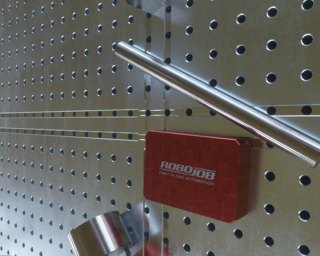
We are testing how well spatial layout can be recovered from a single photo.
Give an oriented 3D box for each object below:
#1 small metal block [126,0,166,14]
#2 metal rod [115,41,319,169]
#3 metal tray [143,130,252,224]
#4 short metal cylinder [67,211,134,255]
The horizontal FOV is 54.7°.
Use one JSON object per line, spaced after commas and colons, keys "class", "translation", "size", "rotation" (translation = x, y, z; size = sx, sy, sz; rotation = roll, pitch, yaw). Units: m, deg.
{"class": "small metal block", "translation": [-0.025, -0.186, 0.412], "size": [0.025, 0.050, 0.050], "rotation": [-28, 73, 36]}
{"class": "metal rod", "translation": [0.046, -0.044, 0.369], "size": [0.300, 0.025, 0.025], "rotation": [35, 111, 34]}
{"class": "metal tray", "translation": [0.039, 0.052, 0.372], "size": [0.130, 0.030, 0.089], "rotation": [5, 93, 39]}
{"class": "short metal cylinder", "translation": [-0.084, 0.161, 0.440], "size": [0.080, 0.081, 0.050], "rotation": [-45, 63, 30]}
